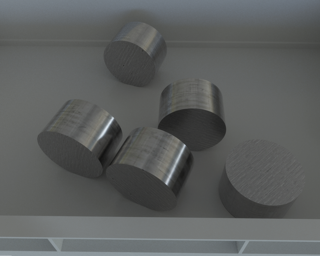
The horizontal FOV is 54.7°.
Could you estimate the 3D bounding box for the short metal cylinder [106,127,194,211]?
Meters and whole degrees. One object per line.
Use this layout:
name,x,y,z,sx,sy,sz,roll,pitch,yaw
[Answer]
short metal cylinder,-0.010,0.045,0.332,0.080,0.080,0.050,19,53,15

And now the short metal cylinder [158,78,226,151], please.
short metal cylinder,0.039,-0.015,0.382,0.080,0.080,0.050,2,50,2

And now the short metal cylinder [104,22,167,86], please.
short metal cylinder,-0.036,-0.109,0.461,0.080,0.080,0.050,15,52,12

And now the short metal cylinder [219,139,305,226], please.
short metal cylinder,0.108,0.059,0.340,0.080,0.050,0.080,0,50,0

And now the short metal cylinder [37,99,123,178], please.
short metal cylinder,-0.091,0.013,0.358,0.080,0.080,0.050,16,52,13
